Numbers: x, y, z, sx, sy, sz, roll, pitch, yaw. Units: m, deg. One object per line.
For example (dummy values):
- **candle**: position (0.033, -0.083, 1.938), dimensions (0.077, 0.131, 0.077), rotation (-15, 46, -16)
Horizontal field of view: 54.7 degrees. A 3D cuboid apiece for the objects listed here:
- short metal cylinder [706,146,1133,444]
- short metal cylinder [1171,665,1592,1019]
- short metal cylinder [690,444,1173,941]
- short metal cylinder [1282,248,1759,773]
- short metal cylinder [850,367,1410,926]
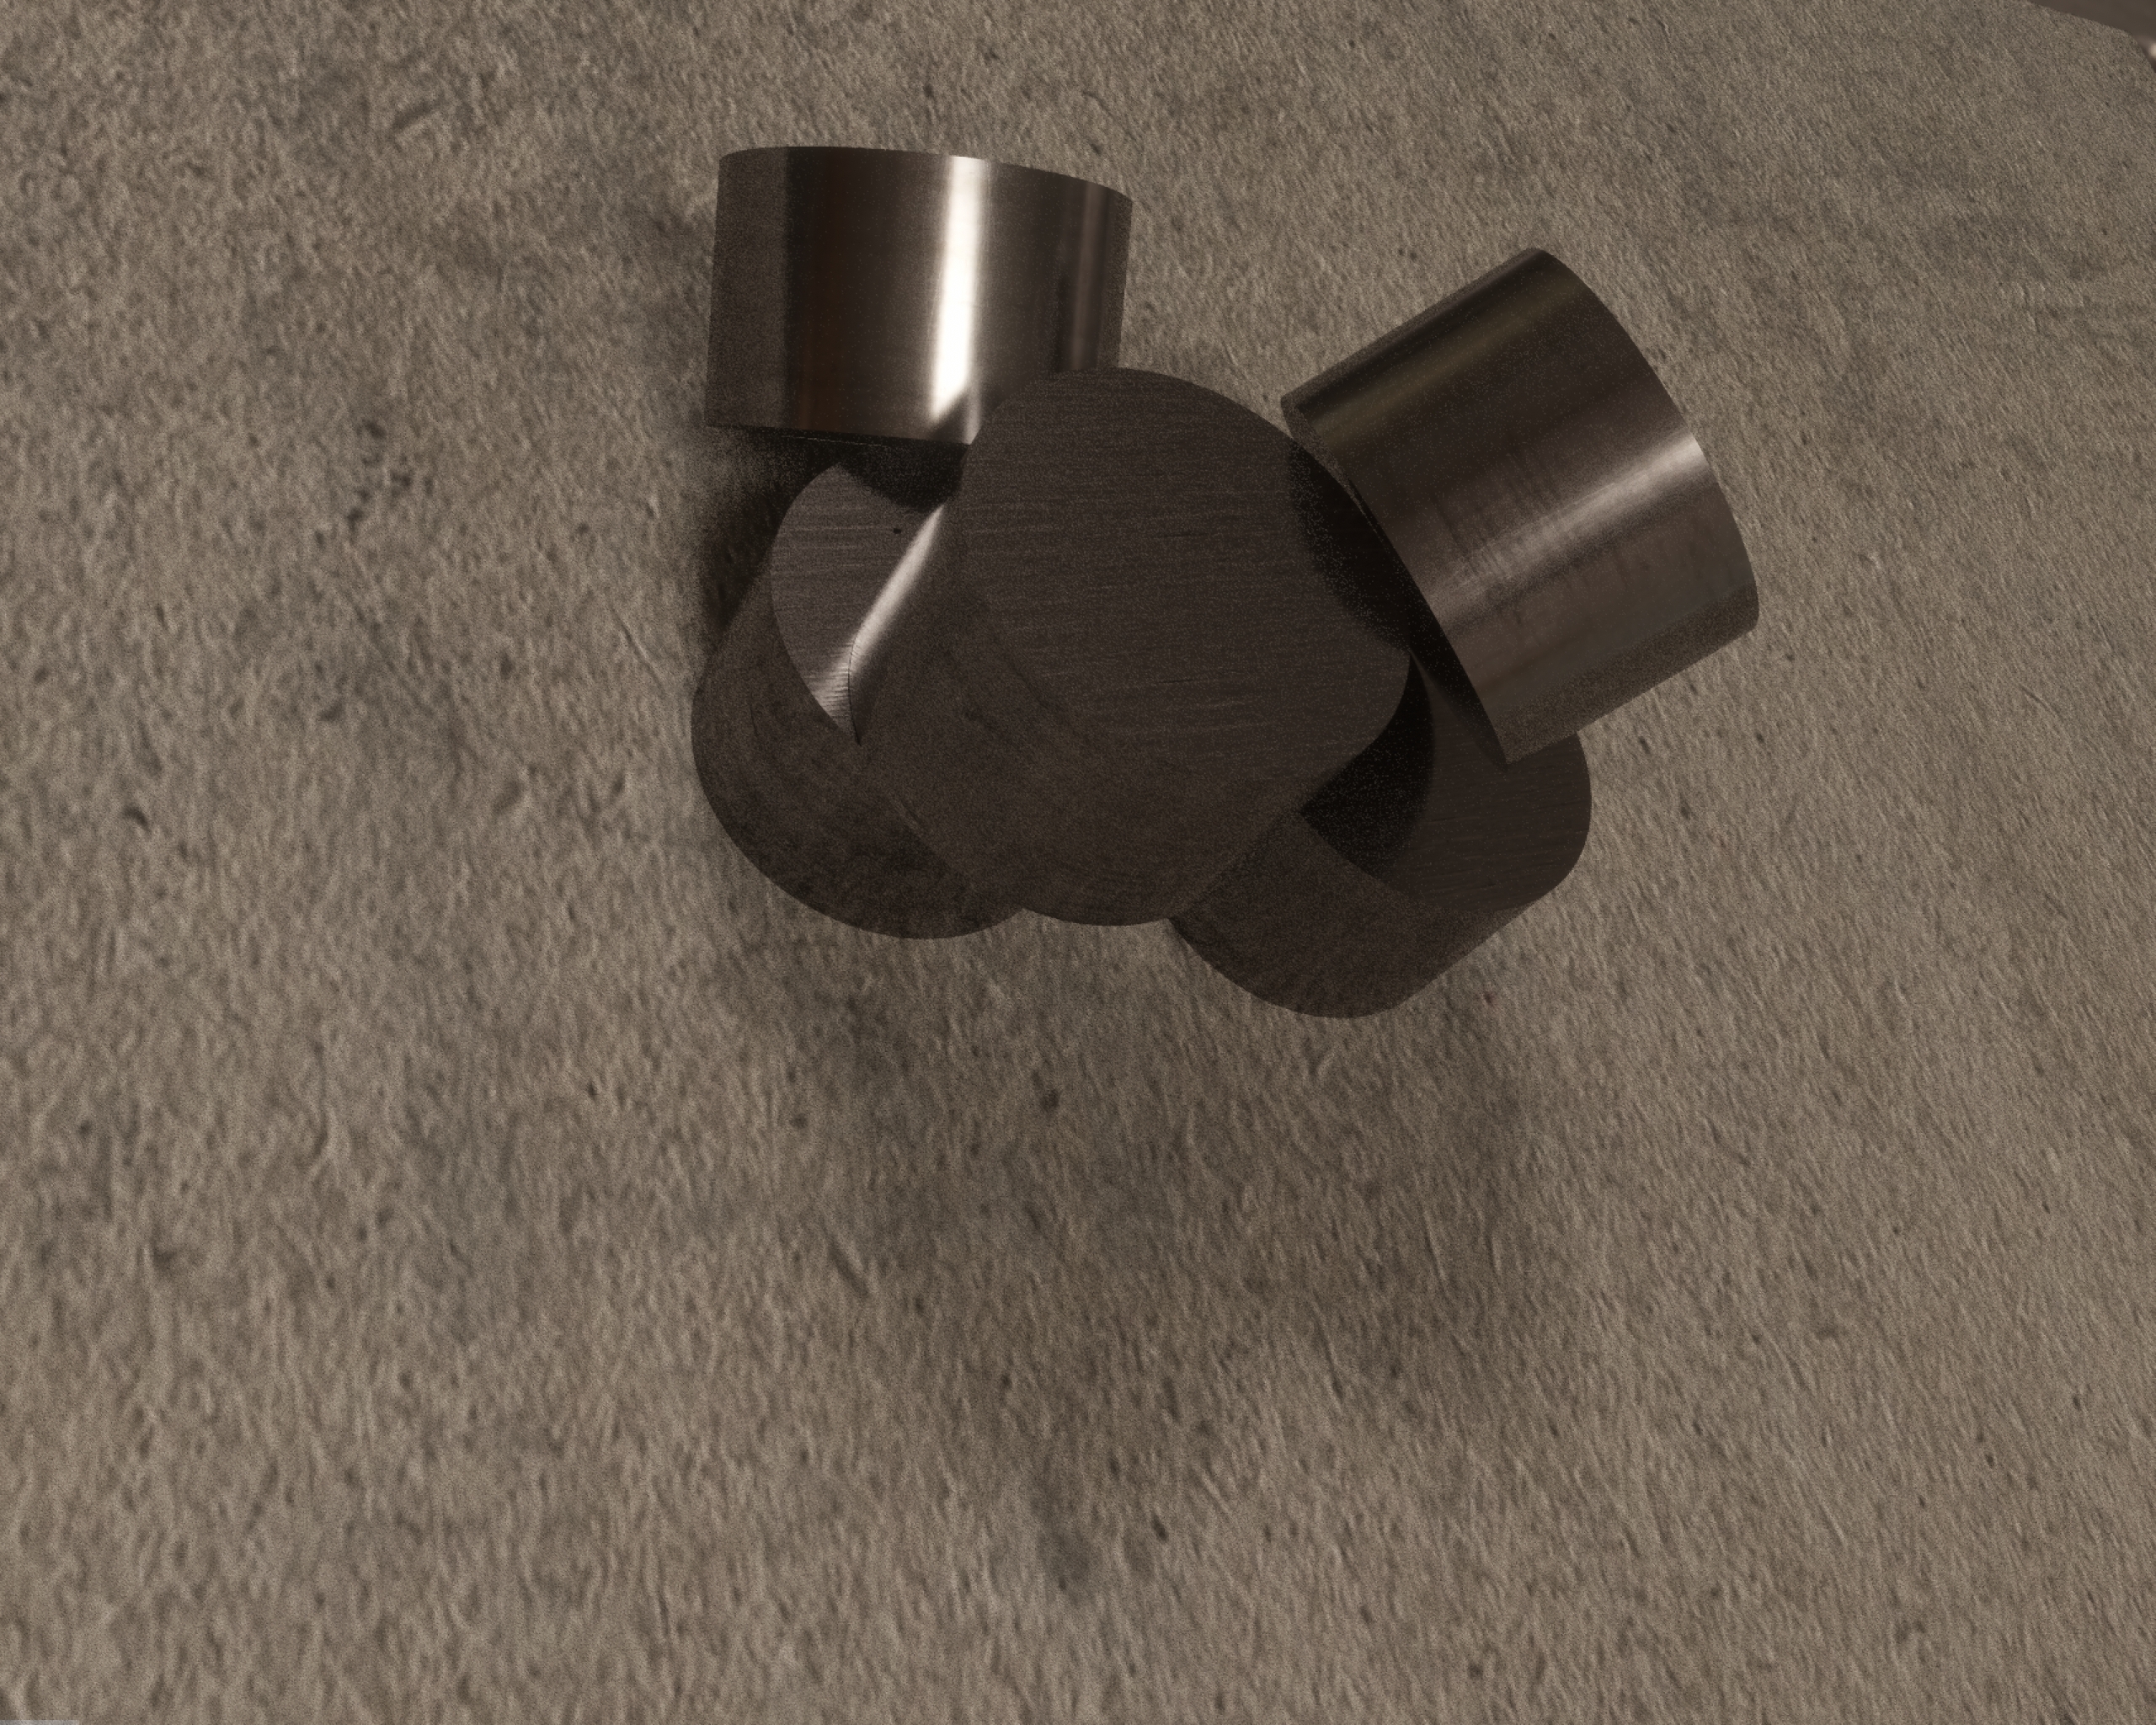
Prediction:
- **short metal cylinder**: position (-0.032, -0.108, 0.412), dimensions (0.081, 0.080, 0.050), rotation (0, 101, -29)
- **short metal cylinder**: position (0.057, -0.014, 0.430), dimensions (0.081, 0.050, 0.080), rotation (14, 56, -21)
- **short metal cylinder**: position (-0.027, -0.032, 0.395), dimensions (0.081, 0.050, 0.080), rotation (14, 56, -21)
- **short metal cylinder**: position (0.079, -0.063, 0.380), dimensions (0.050, 0.080, 0.080), rotation (-31, 75, 6)
- **short metal cylinder**: position (0.008, -0.036, 0.352), dimensions (0.081, 0.050, 0.080), rotation (14, 56, -21)
